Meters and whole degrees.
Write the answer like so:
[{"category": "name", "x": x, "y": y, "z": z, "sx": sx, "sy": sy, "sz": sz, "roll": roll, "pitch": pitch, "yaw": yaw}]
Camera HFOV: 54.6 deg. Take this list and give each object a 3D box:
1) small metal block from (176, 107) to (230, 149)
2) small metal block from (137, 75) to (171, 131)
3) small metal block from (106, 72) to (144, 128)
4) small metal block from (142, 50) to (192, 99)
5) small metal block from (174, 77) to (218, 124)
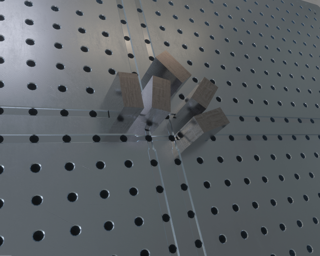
[{"category": "small metal block", "x": 0.058, "y": 0.001, "z": 0.422, "sx": 0.050, "sy": 0.050, "sz": 0.025, "roll": -19, "pitch": 72, "yaw": -35}, {"category": "small metal block", "x": -0.008, "y": -0.032, "z": 0.406, "sx": 0.025, "sy": 0.050, "sz": 0.050, "roll": 14, "pitch": 56, "yaw": -20}, {"category": "small metal block", "x": -0.045, "y": -0.034, "z": 0.388, "sx": 0.025, "sy": 0.050, "sz": 0.050, "roll": 2, "pitch": 61, "yaw": -27}, {"category": "small metal block", "x": 0.009, "y": -0.072, "z": 0.440, "sx": 0.050, "sy": 0.050, "sz": 0.025, "roll": 44, "pitch": 51, "yaw": 2}, {"category": "small metal block", "x": 0.052, "y": -0.037, "z": 0.442, "sx": 0.025, "sy": 0.050, "sz": 0.050, "roll": 37, "pitch": 51, "yaw": -4}]
